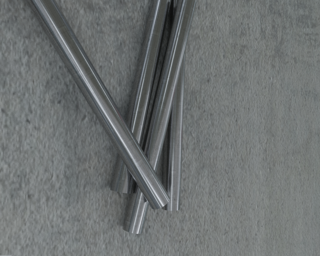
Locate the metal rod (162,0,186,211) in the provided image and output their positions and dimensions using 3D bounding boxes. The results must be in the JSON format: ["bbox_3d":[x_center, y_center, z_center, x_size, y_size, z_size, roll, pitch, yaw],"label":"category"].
[{"bbox_3d":[0.020,-0.040,0.423,0.025,0.025,0.298,4,88,-40],"label":"metal rod"}]

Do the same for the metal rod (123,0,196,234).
[{"bbox_3d":[0.001,-0.019,0.391,0.025,0.025,0.298,17,84,-39],"label":"metal rod"}]

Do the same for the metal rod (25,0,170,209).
[{"bbox_3d":[-0.069,-0.039,0.327,0.025,0.025,0.299,-39,108,-33],"label":"metal rod"}]

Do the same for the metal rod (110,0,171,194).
[{"bbox_3d":[-0.018,-0.069,0.391,0.025,0.025,0.299,19,78,-39],"label":"metal rod"}]
